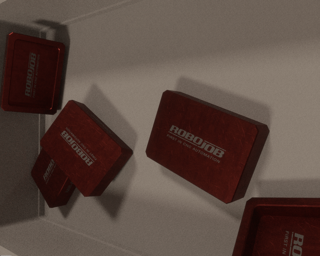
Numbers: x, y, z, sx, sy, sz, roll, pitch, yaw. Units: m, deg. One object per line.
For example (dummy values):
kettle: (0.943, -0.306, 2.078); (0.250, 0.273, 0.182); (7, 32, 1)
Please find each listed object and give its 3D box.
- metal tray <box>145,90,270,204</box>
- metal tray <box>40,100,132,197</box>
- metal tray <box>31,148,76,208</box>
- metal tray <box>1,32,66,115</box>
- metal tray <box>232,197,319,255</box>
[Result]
metal tray: (0.048, 0.017, 0.362); (0.130, 0.030, 0.089); (27, 107, 36)
metal tray: (-0.115, 0.029, 0.471); (0.130, 0.030, 0.090); (41, 98, 25)
metal tray: (-0.176, 0.064, 0.545); (0.090, 0.030, 0.129); (47, 118, 29)
metal tray: (-0.222, -0.092, 0.541); (0.030, 0.091, 0.129); (22, 105, 55)
metal tray: (0.107, 0.120, 0.258); (0.090, 0.130, 0.030); (-10, 127, 39)
